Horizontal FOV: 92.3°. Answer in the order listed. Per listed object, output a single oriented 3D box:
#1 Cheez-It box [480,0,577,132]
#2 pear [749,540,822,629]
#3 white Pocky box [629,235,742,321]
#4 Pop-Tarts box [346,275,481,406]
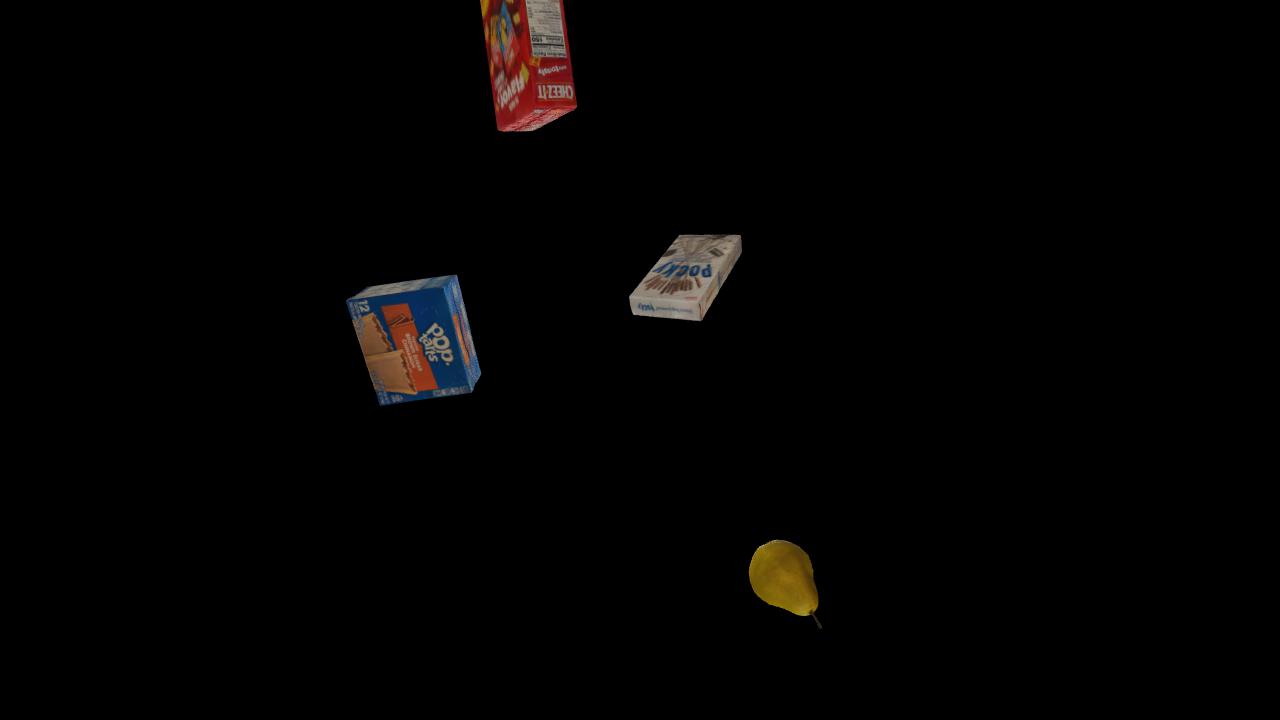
[{"bbox_3d":[-0.163,-0.452,0.868,0.071,0.223,0.166,-12,13,-28],"label":"Cheez-It box"},{"bbox_3d":[0.181,0.267,0.734,0.080,0.080,0.111,0,17,-27],"label":"pear"},{"bbox_3d":[0.056,-0.098,0.702,0.084,0.028,0.154,7,39,25],"label":"white Pocky box"},{"bbox_3d":[-0.330,-0.030,0.915,0.141,0.167,0.083,-8,23,-1],"label":"Pop-Tarts box"}]
